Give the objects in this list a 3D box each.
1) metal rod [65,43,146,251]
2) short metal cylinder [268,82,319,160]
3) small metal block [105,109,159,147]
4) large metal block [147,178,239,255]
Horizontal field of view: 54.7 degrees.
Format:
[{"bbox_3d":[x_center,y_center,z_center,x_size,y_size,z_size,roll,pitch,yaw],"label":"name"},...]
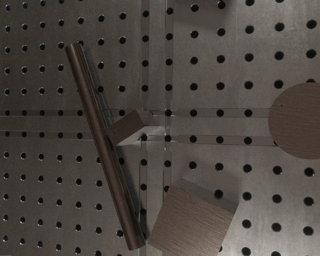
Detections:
[{"bbox_3d":[-0.079,0.021,0.439,0.025,0.025,0.299,-21,83,18],"label":"metal rod"},{"bbox_3d":[0.162,-0.007,0.342,0.080,0.050,0.079,0,90,19],"label":"short metal cylinder"},{"bbox_3d":[-0.036,0.000,0.411,0.050,0.050,0.025,-32,80,17],"label":"small metal block"},{"bbox_3d":[0.042,0.118,0.384,0.080,0.050,0.080,23,97,18],"label":"large metal block"}]
